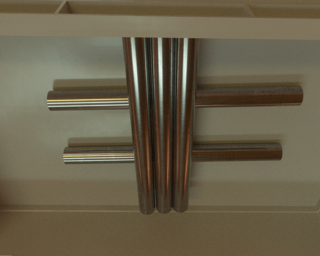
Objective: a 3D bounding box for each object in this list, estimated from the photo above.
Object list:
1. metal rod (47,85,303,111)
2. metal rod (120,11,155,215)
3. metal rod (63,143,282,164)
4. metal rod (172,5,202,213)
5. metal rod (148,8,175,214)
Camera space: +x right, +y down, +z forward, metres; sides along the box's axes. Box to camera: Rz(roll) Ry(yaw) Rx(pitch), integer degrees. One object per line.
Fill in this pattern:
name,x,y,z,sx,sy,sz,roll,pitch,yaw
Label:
metal rod,0.018,-0.036,0.377,0.302,0.025,0.025,-1,130,0
metal rod,-0.022,0.010,0.381,0.025,0.025,0.298,-1,130,0
metal rod,0.018,0.036,0.439,0.302,0.025,0.025,-1,130,0
metal rod,0.029,0.006,0.378,0.025,0.025,0.298,-1,130,0
metal rod,0.004,0.008,0.380,0.025,0.025,0.298,-1,130,0
